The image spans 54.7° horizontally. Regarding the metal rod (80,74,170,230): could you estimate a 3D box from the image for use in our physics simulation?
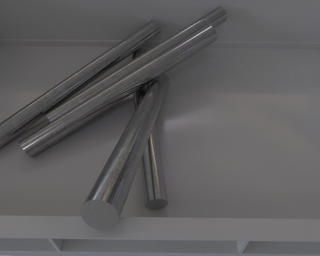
[{"bbox_3d":[-0.018,-0.008,0.332,0.025,0.025,0.301,7,26,6],"label":"metal rod"}]

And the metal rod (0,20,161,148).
[{"bbox_3d":[-0.112,-0.071,0.443,0.025,0.025,0.301,37,65,26],"label":"metal rod"}]

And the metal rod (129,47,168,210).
[{"bbox_3d":[-0.023,-0.031,0.430,0.025,0.025,0.300,-6,50,-5],"label":"metal rod"}]

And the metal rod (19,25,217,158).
[{"bbox_3d":[-0.045,-0.056,0.417,0.301,0.025,0.025,-34,58,-14],"label":"metal rod"}]

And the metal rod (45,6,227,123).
[{"bbox_3d":[-0.025,-0.092,0.446,0.301,0.025,0.025,-35,58,-13],"label":"metal rod"}]
